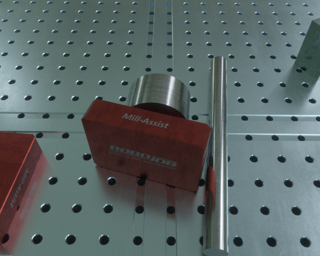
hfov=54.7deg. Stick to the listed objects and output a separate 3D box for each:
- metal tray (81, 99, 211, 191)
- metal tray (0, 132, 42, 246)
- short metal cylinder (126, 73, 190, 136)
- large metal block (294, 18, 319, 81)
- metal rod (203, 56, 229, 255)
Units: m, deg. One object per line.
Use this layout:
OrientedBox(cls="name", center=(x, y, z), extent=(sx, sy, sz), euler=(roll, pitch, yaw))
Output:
OrientedBox(cls="metal tray", center=(-0.015, 0.021, 0.347), extent=(0.131, 0.089, 0.030), euler=(13, 52, 11))
OrientedBox(cls="metal tray", center=(-0.202, 0.063, 0.350), extent=(0.091, 0.030, 0.130), euler=(5, 50, 4))
OrientedBox(cls="short metal cylinder", center=(-0.003, -0.022, 0.390), extent=(0.080, 0.080, 0.050), euler=(5, 50, 4))
OrientedBox(cls="large metal block", center=(0.271, -0.130, 0.483), extent=(0.081, 0.080, 0.050), euler=(-23, 54, -18))
OrientedBox(cls="metal rod", center=(0.074, 0.009, 0.400), extent=(0.025, 0.025, 0.300), euler=(6, 50, 5))
